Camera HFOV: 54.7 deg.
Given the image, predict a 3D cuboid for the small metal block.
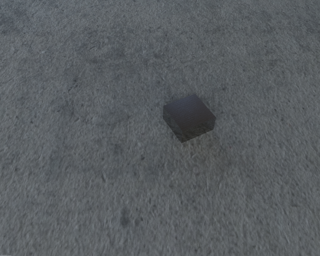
[{"bbox_3d":[0.038,-0.014,0.415,0.050,0.025,0.050,-22,54,-18],"label":"small metal block"}]
